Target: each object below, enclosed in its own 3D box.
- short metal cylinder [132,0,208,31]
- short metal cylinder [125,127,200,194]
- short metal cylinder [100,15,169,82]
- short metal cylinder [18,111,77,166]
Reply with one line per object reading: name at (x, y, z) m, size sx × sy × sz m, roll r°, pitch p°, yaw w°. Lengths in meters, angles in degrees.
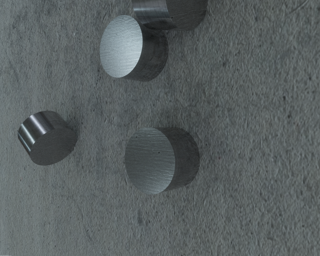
short metal cylinder at (0.013, -0.155, 0.358) m, size 0.050 × 0.081 × 0.079 m, roll 16°, pitch 100°, yaw 39°
short metal cylinder at (0.002, 0.039, 0.387) m, size 0.080 × 0.050 × 0.080 m, roll 0°, pitch 90°, yaw 40°
short metal cylinder at (-0.036, -0.105, 0.418) m, size 0.080 × 0.050 × 0.080 m, roll 0°, pitch 90°, yaw 40°
short metal cylinder at (-0.191, 0.017, 0.527) m, size 0.050 × 0.081 × 0.080 m, roll 44°, pitch 116°, yaw 31°
